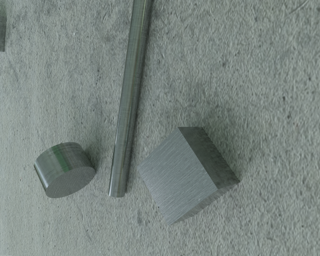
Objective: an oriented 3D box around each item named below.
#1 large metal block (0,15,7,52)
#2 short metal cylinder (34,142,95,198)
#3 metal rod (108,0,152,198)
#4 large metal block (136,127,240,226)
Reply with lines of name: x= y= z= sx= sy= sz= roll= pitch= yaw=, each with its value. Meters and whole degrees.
large metal block: x=-0.404 y=-0.222 z=0.722 sx=0.080 sy=0.050 sz=0.079 roll=11 pitch=97 yaw=39
short metal cylinder: x=-0.152 y=0.067 z=0.494 sx=0.080 sy=0.081 sz=0.050 roll=-51 pitch=60 yaw=28
metal rod: x=-0.043 y=-0.048 z=0.440 sx=0.025 sy=0.025 sz=0.298 roll=14 pitch=99 yaw=39
large metal block: x=0.031 y=0.055 z=0.364 sx=0.080 sy=0.050 sz=0.080 roll=-46 pitch=63 yaw=30
